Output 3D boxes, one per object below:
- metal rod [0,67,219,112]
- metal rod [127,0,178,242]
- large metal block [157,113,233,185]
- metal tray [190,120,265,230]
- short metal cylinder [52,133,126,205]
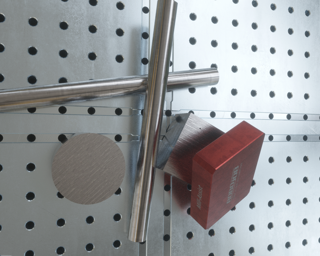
[{"bbox_3d":[-0.062,-0.050,0.389,0.302,0.025,0.025,-10,94,-20],"label":"metal rod"},{"bbox_3d":[-0.010,-0.005,0.388,0.025,0.025,0.298,6,96,-20],"label":"metal rod"},{"bbox_3d":[0.046,0.034,0.416,0.080,0.050,0.080,29,80,-18],"label":"large metal block"},{"bbox_3d":[0.082,0.063,0.393,0.091,0.030,0.129,-31,141,-26],"label":"metal tray"},{"bbox_3d":[-0.086,0.045,0.368,0.081,0.050,0.079,0,90,-20],"label":"short metal cylinder"}]
